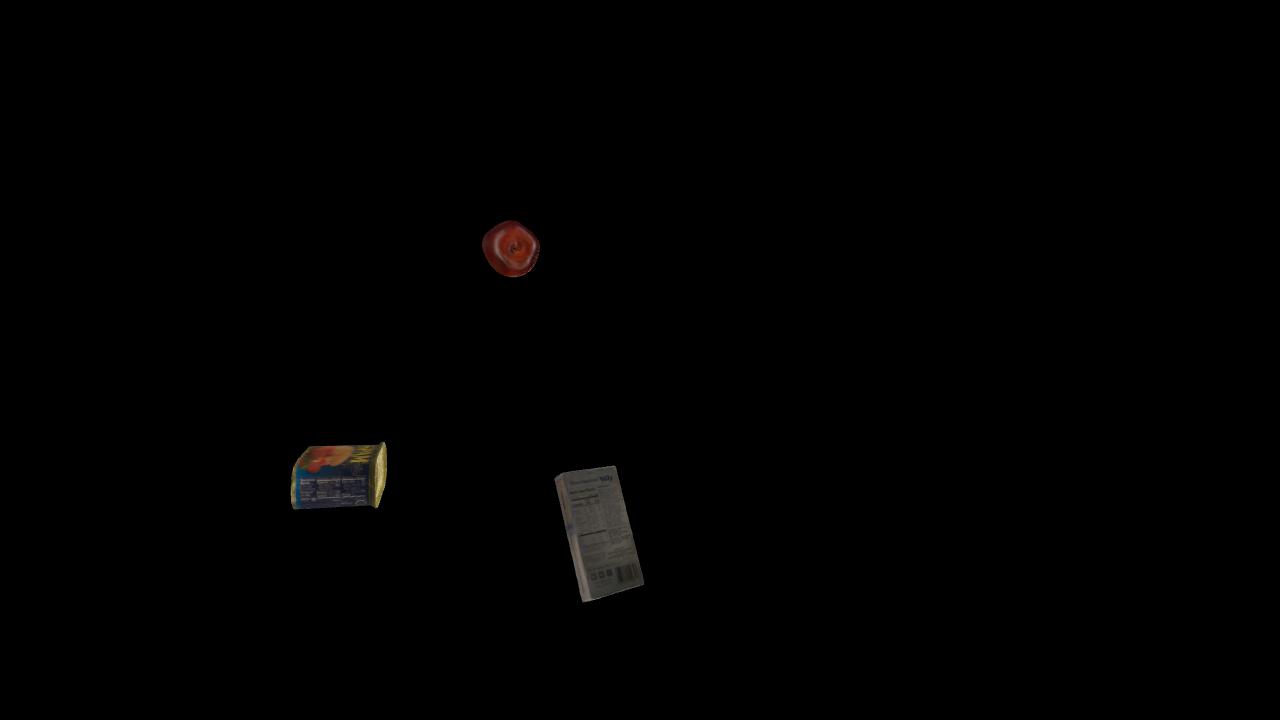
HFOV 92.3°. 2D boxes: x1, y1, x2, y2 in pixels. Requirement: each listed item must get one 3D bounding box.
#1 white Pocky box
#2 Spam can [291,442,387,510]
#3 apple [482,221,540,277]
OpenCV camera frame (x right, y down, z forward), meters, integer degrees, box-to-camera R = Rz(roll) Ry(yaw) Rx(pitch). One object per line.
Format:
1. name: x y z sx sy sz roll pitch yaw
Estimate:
1. white Pocky box: -0.051 0.213 0.768 0.084 0.154 0.028 -1 -24 -37
2. Spam can: -0.342 0.132 0.707 0.085 0.058 0.101 0 8 -16
3. apple: -0.182 -0.156 0.865 0.079 0.079 0.093 0 7 -18
